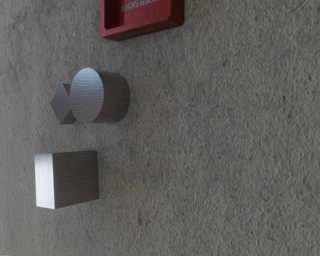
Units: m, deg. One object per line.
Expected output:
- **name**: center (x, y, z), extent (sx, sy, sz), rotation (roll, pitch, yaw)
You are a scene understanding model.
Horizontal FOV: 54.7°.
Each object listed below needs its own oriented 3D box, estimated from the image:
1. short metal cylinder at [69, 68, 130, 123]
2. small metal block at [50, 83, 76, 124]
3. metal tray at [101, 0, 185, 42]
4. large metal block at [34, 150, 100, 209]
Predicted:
- **short metal cylinder**: center (-0.091, -0.046, 0.464), extent (0.080, 0.050, 0.079), rotation (0, 90, 40)
- **small metal block**: center (-0.161, -0.041, 0.538), extent (0.050, 0.025, 0.050), rotation (-47, 62, 30)
- **metal tray**: center (-0.028, -0.176, 0.424), extent (0.130, 0.030, 0.089), rotation (1, 90, 40)
- **large metal block**: center (-0.146, 0.078, 0.490), extent (0.050, 0.081, 0.080), rotation (-6, 86, 40)
